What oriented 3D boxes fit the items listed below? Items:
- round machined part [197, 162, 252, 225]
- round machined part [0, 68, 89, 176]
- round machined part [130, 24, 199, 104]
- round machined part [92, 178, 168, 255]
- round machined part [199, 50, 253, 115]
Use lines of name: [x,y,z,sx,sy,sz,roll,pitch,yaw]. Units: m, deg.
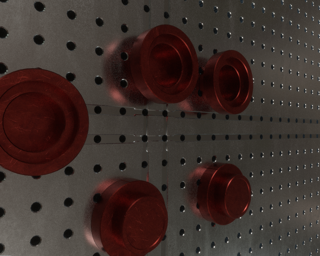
round machined part: [0.108,0.105,0.492,0.099,0.042,0.097,0,90,-40]
round machined part: [-0.122,-0.005,0.296,0.099,0.042,0.097,0,90,-40]
round machined part: [0.001,-0.080,0.401,0.099,0.042,0.097,0,90,-40]
round machined part: [-0.029,0.113,0.376,0.099,0.042,0.097,0,90,-40]
round machined part: [0.100,-0.069,0.484,0.099,0.042,0.097,0,90,-40]
